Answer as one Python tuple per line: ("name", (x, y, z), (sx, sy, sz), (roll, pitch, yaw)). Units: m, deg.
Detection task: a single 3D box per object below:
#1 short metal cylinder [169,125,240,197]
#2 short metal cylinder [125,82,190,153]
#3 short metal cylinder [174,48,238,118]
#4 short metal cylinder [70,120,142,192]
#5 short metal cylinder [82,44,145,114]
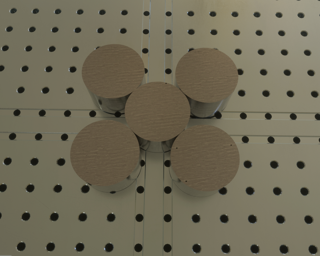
("short metal cylinder", (0.052, 0.042, 0.383), (0.081, 0.050, 0.080), (0, 70, 0))
("short metal cylinder", (-0.003, -0.013, 0.403), (0.081, 0.050, 0.080), (0, 70, 0))
("short metal cylinder", (0.060, -0.060, 0.419), (0.081, 0.050, 0.080), (0, 70, 0))
("short metal cylinder", (-0.064, 0.036, 0.383), (0.081, 0.050, 0.080), (0, 70, 0))
("short metal cylinder", (-0.060, -0.066, 0.421), (0.081, 0.050, 0.080), (0, 70, 0))
